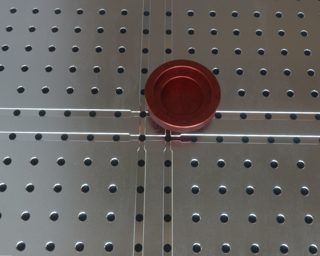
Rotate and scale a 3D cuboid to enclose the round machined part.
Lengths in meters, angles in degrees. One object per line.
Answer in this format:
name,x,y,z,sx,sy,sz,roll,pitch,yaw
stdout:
round machined part,0.029,-0.039,0.418,0.099,0.042,0.098,0,70,-1
